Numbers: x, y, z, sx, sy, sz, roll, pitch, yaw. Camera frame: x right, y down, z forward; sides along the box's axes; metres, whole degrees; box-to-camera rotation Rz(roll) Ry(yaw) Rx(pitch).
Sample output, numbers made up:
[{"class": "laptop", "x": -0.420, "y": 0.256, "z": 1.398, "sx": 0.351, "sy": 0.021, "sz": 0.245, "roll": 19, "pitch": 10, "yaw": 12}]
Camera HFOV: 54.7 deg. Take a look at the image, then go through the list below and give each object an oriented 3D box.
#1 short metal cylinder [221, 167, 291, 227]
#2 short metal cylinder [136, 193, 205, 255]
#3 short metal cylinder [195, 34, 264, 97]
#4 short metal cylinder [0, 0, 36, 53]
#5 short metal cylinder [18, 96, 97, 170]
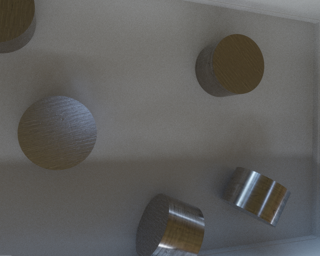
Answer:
[{"class": "short metal cylinder", "x": 0.132, "y": 0.096, "z": 0.432, "sx": 0.080, "sy": 0.080, "sz": 0.050, "roll": 32, "pitch": 80, "yaw": -18}, {"class": "short metal cylinder", "x": 0.011, "y": 0.129, "z": 0.387, "sx": 0.050, "sy": 0.080, "sz": 0.080, "roll": 26, "pitch": 81, "yaw": -19}, {"class": "short metal cylinder", "x": 0.097, "y": -0.085, "z": 0.434, "sx": 0.081, "sy": 0.050, "sz": 0.079, "roll": 0, "pitch": 90, "yaw": -20}, {"class": "short metal cylinder", "x": -0.177, "y": -0.125, "z": 0.332, "sx": 0.081, "sy": 0.050, "sz": 0.079, "roll": 0, "pitch": 90, "yaw": -21}, {"class": "short metal cylinder", "x": -0.117, "y": 0.005, "z": 0.355, "sx": 0.081, "sy": 0.050, "sz": 0.079, "roll": 0, "pitch": 90, "yaw": -21}]
